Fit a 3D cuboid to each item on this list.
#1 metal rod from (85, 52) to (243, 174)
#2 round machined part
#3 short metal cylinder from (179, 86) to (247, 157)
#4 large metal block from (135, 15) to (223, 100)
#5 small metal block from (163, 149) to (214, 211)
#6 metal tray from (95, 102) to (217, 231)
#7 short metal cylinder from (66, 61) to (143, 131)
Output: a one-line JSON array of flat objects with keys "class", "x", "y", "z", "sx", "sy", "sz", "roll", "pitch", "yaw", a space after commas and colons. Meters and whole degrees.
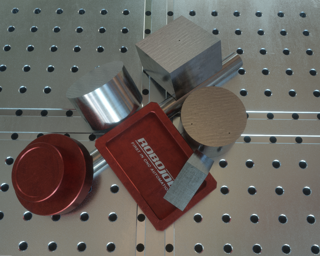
[{"class": "metal rod", "x": -0.008, "y": -0.012, "z": 0.418, "sx": 0.301, "sy": 0.025, "sz": 0.025, "roll": -36, "pitch": 74, "yaw": -12}, {"class": "round machined part", "x": -0.133, "y": 0.054, "z": 0.368, "sx": 0.098, "sy": 0.042, "sz": 0.098, "roll": -4, "pitch": 75, "yaw": 15}, {"class": "short metal cylinder", "x": 0.066, "y": -0.007, "z": 0.401, "sx": 0.081, "sy": 0.050, "sz": 0.080, "roll": 0, "pitch": 70, "yaw": 0}, {"class": "large metal block", "x": 0.026, "y": -0.098, "z": 0.422, "sx": 0.080, "sy": 0.050, "sz": 0.080, "roll": -35, "pitch": 54, "yaw": -12}, {"class": "small metal block", "x": 0.033, "y": 0.057, "z": 0.347, "sx": 0.025, "sy": 0.050, "sz": 0.050, "roll": 33, "pitch": 109, "yaw": 9}, {"class": "metal tray", "x": -0.005, "y": 0.045, "z": 0.377, "sx": 0.090, "sy": 0.030, "sz": 0.130, "roll": -36, "pitch": 87, "yaw": -12}, {"class": "short metal cylinder", "x": -0.069, "y": -0.042, "z": 0.391, "sx": 0.080, "sy": 0.050, "sz": 0.080, "roll": -21, "pitch": 31, "yaw": 14}]
